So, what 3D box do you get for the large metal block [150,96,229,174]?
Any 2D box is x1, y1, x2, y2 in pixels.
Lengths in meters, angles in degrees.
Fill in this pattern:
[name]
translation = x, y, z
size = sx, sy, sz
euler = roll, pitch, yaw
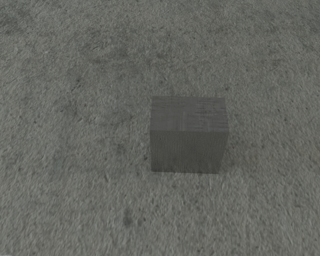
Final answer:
[large metal block]
translation = 0.031, 0.010, 0.360
size = 0.080, 0.080, 0.050
euler = 2, 50, 2
